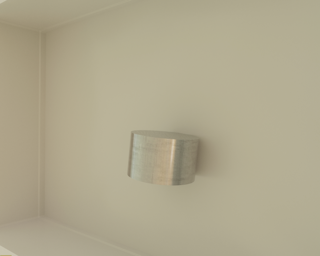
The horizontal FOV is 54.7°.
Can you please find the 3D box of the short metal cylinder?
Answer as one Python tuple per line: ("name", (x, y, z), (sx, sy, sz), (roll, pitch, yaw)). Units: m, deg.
("short metal cylinder", (0.004, 0.032, 0.366), (0.080, 0.081, 0.050), (9, 96, 39))
